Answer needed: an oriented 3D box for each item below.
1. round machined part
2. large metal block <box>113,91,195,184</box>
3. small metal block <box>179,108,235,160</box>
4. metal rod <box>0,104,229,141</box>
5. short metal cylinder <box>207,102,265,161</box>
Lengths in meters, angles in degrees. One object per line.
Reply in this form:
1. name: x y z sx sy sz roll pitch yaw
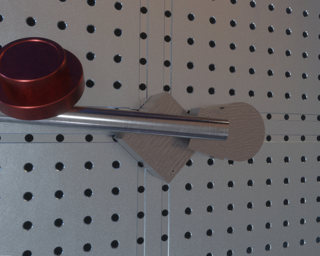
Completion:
1. round machined part: -0.132 -0.059 0.327 0.099 0.042 0.098 3 52 -4
2. large metal block: 0.001 0.011 0.398 0.080 0.050 0.080 46 76 -15
3. small metal block: 0.058 0.007 0.380 0.050 0.025 0.050 20 83 -19
4. metal rod: -0.076 -0.011 0.339 0.302 0.025 0.025 5 88 -4
5. short metal cylinder: 0.099 0.005 0.437 0.081 0.050 0.079 0 90 -21
